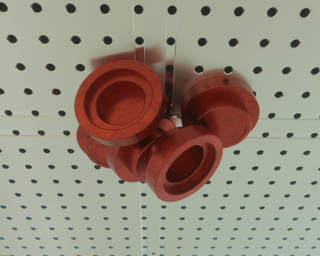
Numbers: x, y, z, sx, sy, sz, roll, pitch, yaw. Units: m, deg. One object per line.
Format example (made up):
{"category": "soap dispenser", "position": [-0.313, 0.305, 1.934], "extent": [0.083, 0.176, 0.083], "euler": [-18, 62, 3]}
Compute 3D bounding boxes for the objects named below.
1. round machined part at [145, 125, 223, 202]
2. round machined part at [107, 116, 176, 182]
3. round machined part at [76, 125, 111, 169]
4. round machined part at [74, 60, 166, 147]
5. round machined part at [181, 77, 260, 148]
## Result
{"category": "round machined part", "position": [0.024, 0.037, 0.370], "extent": [0.099, 0.042, 0.097], "euler": [-23, 134, -25]}
{"category": "round machined part", "position": [-0.015, 0.030, 0.394], "extent": [0.099, 0.042, 0.097], "euler": [-25, 133, -29]}
{"category": "round machined part", "position": [-0.062, 0.017, 0.414], "extent": [0.099, 0.042, 0.097], "euler": [-1, 130, 0]}
{"category": "round machined part", "position": [-0.041, -0.024, 0.349], "extent": [0.098, 0.098, 0.042], "euler": [-10, 155, 7]}
{"category": "round machined part", "position": [0.076, -0.012, 0.391], "extent": [0.099, 0.042, 0.097], "euler": [-1, 130, 0]}
